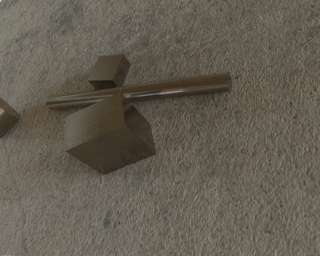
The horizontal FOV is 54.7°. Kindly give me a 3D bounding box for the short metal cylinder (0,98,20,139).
[{"bbox_3d":[-0.291,-0.025,0.533,0.050,0.080,0.080,-48,52,-6],"label":"short metal cylinder"}]

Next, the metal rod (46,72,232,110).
[{"bbox_3d":[-0.047,-0.050,0.457,0.301,0.025,0.025,-3,60,26],"label":"metal rod"}]

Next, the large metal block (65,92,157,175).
[{"bbox_3d":[-0.062,0.010,0.393,0.080,0.080,0.050,-23,54,14],"label":"large metal block"}]

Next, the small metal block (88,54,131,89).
[{"bbox_3d":[-0.081,-0.090,0.500,0.050,0.025,0.050,4,64,29],"label":"small metal block"}]
